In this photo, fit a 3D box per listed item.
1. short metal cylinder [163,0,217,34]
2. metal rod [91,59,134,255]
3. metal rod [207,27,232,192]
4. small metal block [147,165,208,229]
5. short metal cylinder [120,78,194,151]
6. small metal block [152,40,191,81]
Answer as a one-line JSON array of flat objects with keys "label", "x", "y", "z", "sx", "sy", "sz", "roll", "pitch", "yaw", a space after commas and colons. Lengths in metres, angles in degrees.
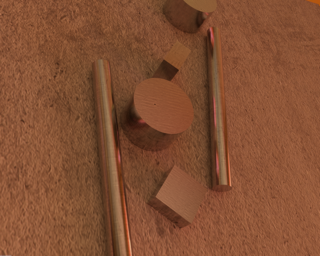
[{"label": "short metal cylinder", "x": 0.052, "y": -0.215, "z": 0.547, "sx": 0.081, "sy": 0.050, "sz": 0.080, "roll": 14, "pitch": 56, "yaw": -21}, {"label": "metal rod", "x": -0.053, "y": 0.048, "z": 0.345, "sx": 0.025, "sy": 0.025, "sz": 0.299, "roll": 4, "pitch": 60, "yaw": -27}, {"label": "metal rod", "x": 0.089, "y": -0.048, "z": 0.480, "sx": 0.025, "sy": 0.025, "sz": 0.300, "roll": 17, "pitch": 55, "yaw": -19}, {"label": "small metal block", "x": 0.021, "y": 0.081, "z": 0.366, "sx": 0.050, "sy": 0.025, "sz": 0.050, "roll": 38, "pitch": 51, "yaw": -3}, {"label": "short metal cylinder", "x": -0.004, "y": -0.017, "z": 0.395, "sx": 0.081, "sy": 0.050, "sz": 0.080, "roll": 14, "pitch": 56, "yaw": -21}, {"label": "small metal block", "x": 0.015, "y": -0.090, "z": 0.451, "sx": 0.025, "sy": 0.050, "sz": 0.050, "roll": 34, "pitch": 51, "yaw": -6}]
